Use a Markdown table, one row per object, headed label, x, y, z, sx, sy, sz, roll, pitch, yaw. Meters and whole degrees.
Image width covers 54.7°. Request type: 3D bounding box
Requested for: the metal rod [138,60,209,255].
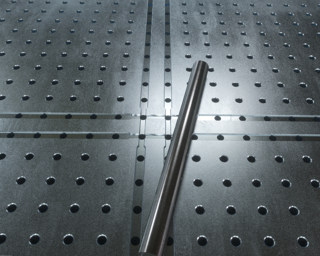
| label | x | y | z | sx | sy | sz | roll | pitch | yaw |
| --- | --- | --- | --- | --- | --- | --- | --- | --- | --- |
| metal rod | 0.028 | 0.015 | 0.395 | 0.025 | 0.025 | 0.300 | 11 | 51 | 9 |
